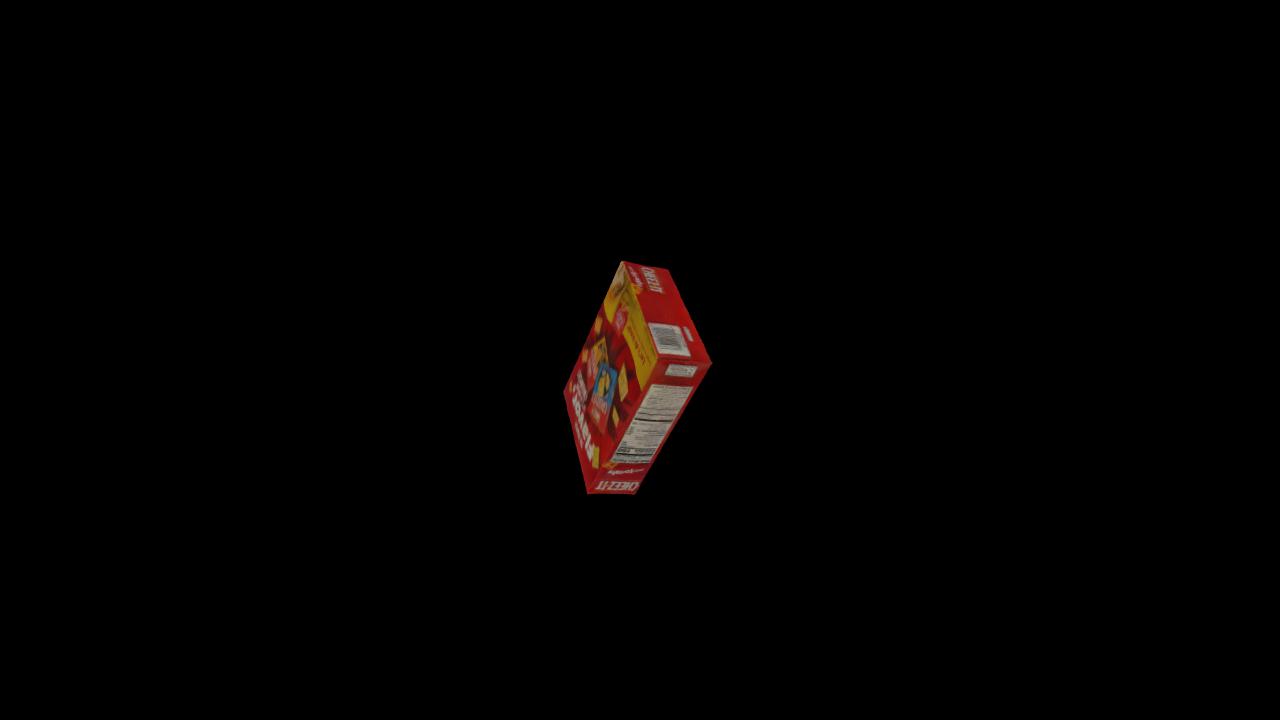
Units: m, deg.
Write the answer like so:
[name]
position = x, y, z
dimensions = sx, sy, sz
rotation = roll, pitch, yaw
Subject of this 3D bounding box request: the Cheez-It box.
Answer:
[Cheez-It box]
position = -0.015, 0.025, 0.706
dimensions = 0.071, 0.223, 0.166
rotation = 7, 40, -25
